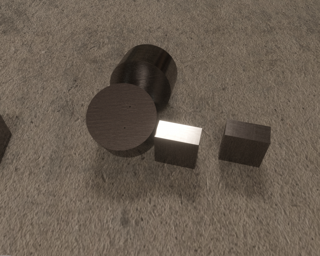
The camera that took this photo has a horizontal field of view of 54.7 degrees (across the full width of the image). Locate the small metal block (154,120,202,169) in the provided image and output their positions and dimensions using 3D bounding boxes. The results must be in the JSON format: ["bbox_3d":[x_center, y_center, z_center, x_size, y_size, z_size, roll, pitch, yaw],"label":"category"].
[{"bbox_3d":[0.021,0.021,0.370,0.050,0.050,0.025,11,51,8],"label":"small metal block"}]

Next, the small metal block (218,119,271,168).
[{"bbox_3d":[0.101,0.019,0.372,0.050,0.050,0.025,11,51,8],"label":"small metal block"}]

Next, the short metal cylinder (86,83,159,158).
[{"bbox_3d":[-0.042,-0.007,0.374,0.080,0.050,0.080,-1,75,3],"label":"short metal cylinder"}]

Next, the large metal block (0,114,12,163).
[{"bbox_3d":[-0.236,0.023,0.365,0.081,0.050,0.080,0,50,0],"label":"large metal block"}]

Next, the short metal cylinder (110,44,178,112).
[{"bbox_3d":[-0.020,-0.065,0.416,0.080,0.079,0.050,10,38,7],"label":"short metal cylinder"}]
